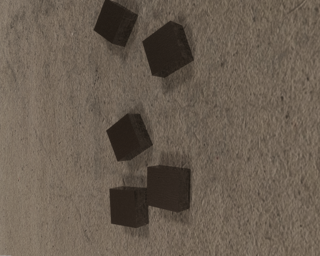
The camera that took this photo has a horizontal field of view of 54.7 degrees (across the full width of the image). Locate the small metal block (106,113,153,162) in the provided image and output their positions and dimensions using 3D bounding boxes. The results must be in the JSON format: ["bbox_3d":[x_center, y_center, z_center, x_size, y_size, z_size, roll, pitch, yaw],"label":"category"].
[{"bbox_3d":[-0.044,0.014,0.439,0.050,0.025,0.050,-35,69,34],"label":"small metal block"}]

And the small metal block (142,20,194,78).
[{"bbox_3d":[0.009,-0.099,0.395,0.050,0.025,0.050,-26,74,36],"label":"small metal block"}]

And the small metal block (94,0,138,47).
[{"bbox_3d":[-0.066,-0.155,0.457,0.050,0.025,0.050,41,115,32],"label":"small metal block"}]

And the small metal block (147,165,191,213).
[{"bbox_3d":[0.011,0.076,0.395,0.050,0.025,0.050,2,91,39],"label":"small metal block"}]

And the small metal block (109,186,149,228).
[{"bbox_3d":[-0.044,0.111,0.439,0.050,0.025,0.050,-6,87,39],"label":"small metal block"}]
